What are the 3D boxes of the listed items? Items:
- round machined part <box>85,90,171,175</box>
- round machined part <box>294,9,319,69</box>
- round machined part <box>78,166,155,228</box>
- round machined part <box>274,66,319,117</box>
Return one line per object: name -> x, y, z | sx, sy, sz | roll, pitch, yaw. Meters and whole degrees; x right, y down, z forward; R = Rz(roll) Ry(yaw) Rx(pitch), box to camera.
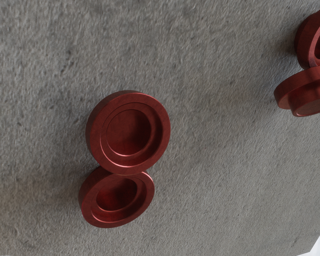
round machined part -> -0.040, 0.003, 0.368 | 0.099, 0.042, 0.097 | -9, 109, -27
round machined part -> 0.236, -0.129, 0.448 | 0.099, 0.042, 0.097 | -14, 124, -21
round machined part -> -0.060, 0.083, 0.415 | 0.099, 0.042, 0.097 | -14, 126, -21
round machined part -> 0.225, -0.049, 0.460 | 0.099, 0.042, 0.098 | -10, 159, -4
